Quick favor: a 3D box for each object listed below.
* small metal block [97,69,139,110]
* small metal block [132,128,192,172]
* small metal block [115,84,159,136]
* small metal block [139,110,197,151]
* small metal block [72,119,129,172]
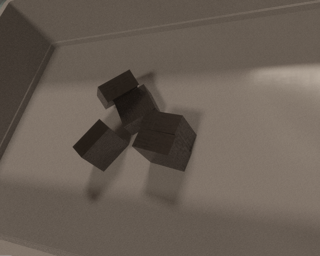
[{"bbox_3d":[-0.061,-0.054,0.443,0.050,0.050,0.025,-32,91,-15],"label":"small metal block"},{"bbox_3d":[0.003,0.026,0.371,0.050,0.050,0.025,12,68,32],"label":"small metal block"},{"bbox_3d":[-0.031,-0.026,0.436,0.050,0.025,0.050,-31,52,7],"label":"small metal block"},{"bbox_3d":[0.011,0.004,0.380,0.050,0.050,0.025,11,67,32],"label":"small metal block"},{"bbox_3d":[-0.078,0.024,0.414,0.050,0.050,0.025,-47,52,-5],"label":"small metal block"}]
